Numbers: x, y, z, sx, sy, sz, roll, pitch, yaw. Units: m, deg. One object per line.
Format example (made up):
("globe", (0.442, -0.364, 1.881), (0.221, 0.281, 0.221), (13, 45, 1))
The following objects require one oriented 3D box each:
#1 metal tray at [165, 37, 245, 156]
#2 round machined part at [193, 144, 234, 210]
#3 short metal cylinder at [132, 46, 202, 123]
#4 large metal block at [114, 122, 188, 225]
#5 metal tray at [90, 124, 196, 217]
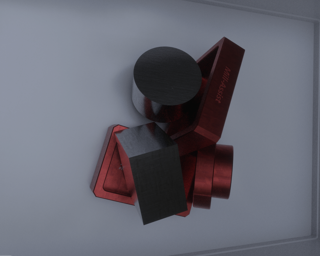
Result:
("metal tray", (0.051, -0.036, 0.378), (0.030, 0.090, 0.130), (28, 65, -15))
("round machined part", (0.069, 0.054, 0.393), (0.042, 0.098, 0.097), (5, 88, 10))
("short metal cylinder", (0.006, -0.053, 0.383), (0.081, 0.050, 0.080), (3, 67, -7))
("large metal block", (-0.012, 0.047, 0.352), (0.050, 0.080, 0.079), (-15, 111, -14))
("metal tray", (-0.013, 0.056, 0.401), (0.131, 0.030, 0.090), (18, 84, -19))
